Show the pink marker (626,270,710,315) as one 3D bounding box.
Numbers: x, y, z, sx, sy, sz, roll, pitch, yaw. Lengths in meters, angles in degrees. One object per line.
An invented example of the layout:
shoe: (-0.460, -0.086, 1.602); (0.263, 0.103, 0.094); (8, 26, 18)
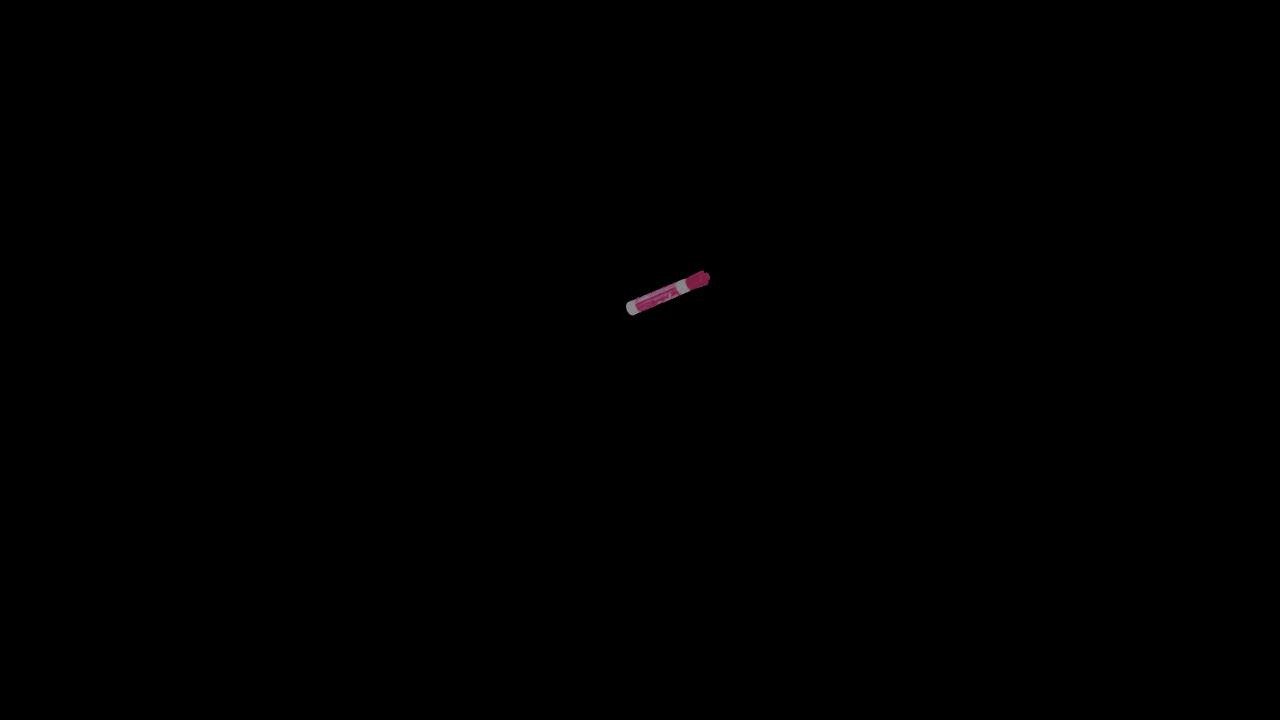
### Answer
pink marker: (0.035, -0.084, 0.770); (0.121, 0.020, 0.020); (-20, -11, 33)
